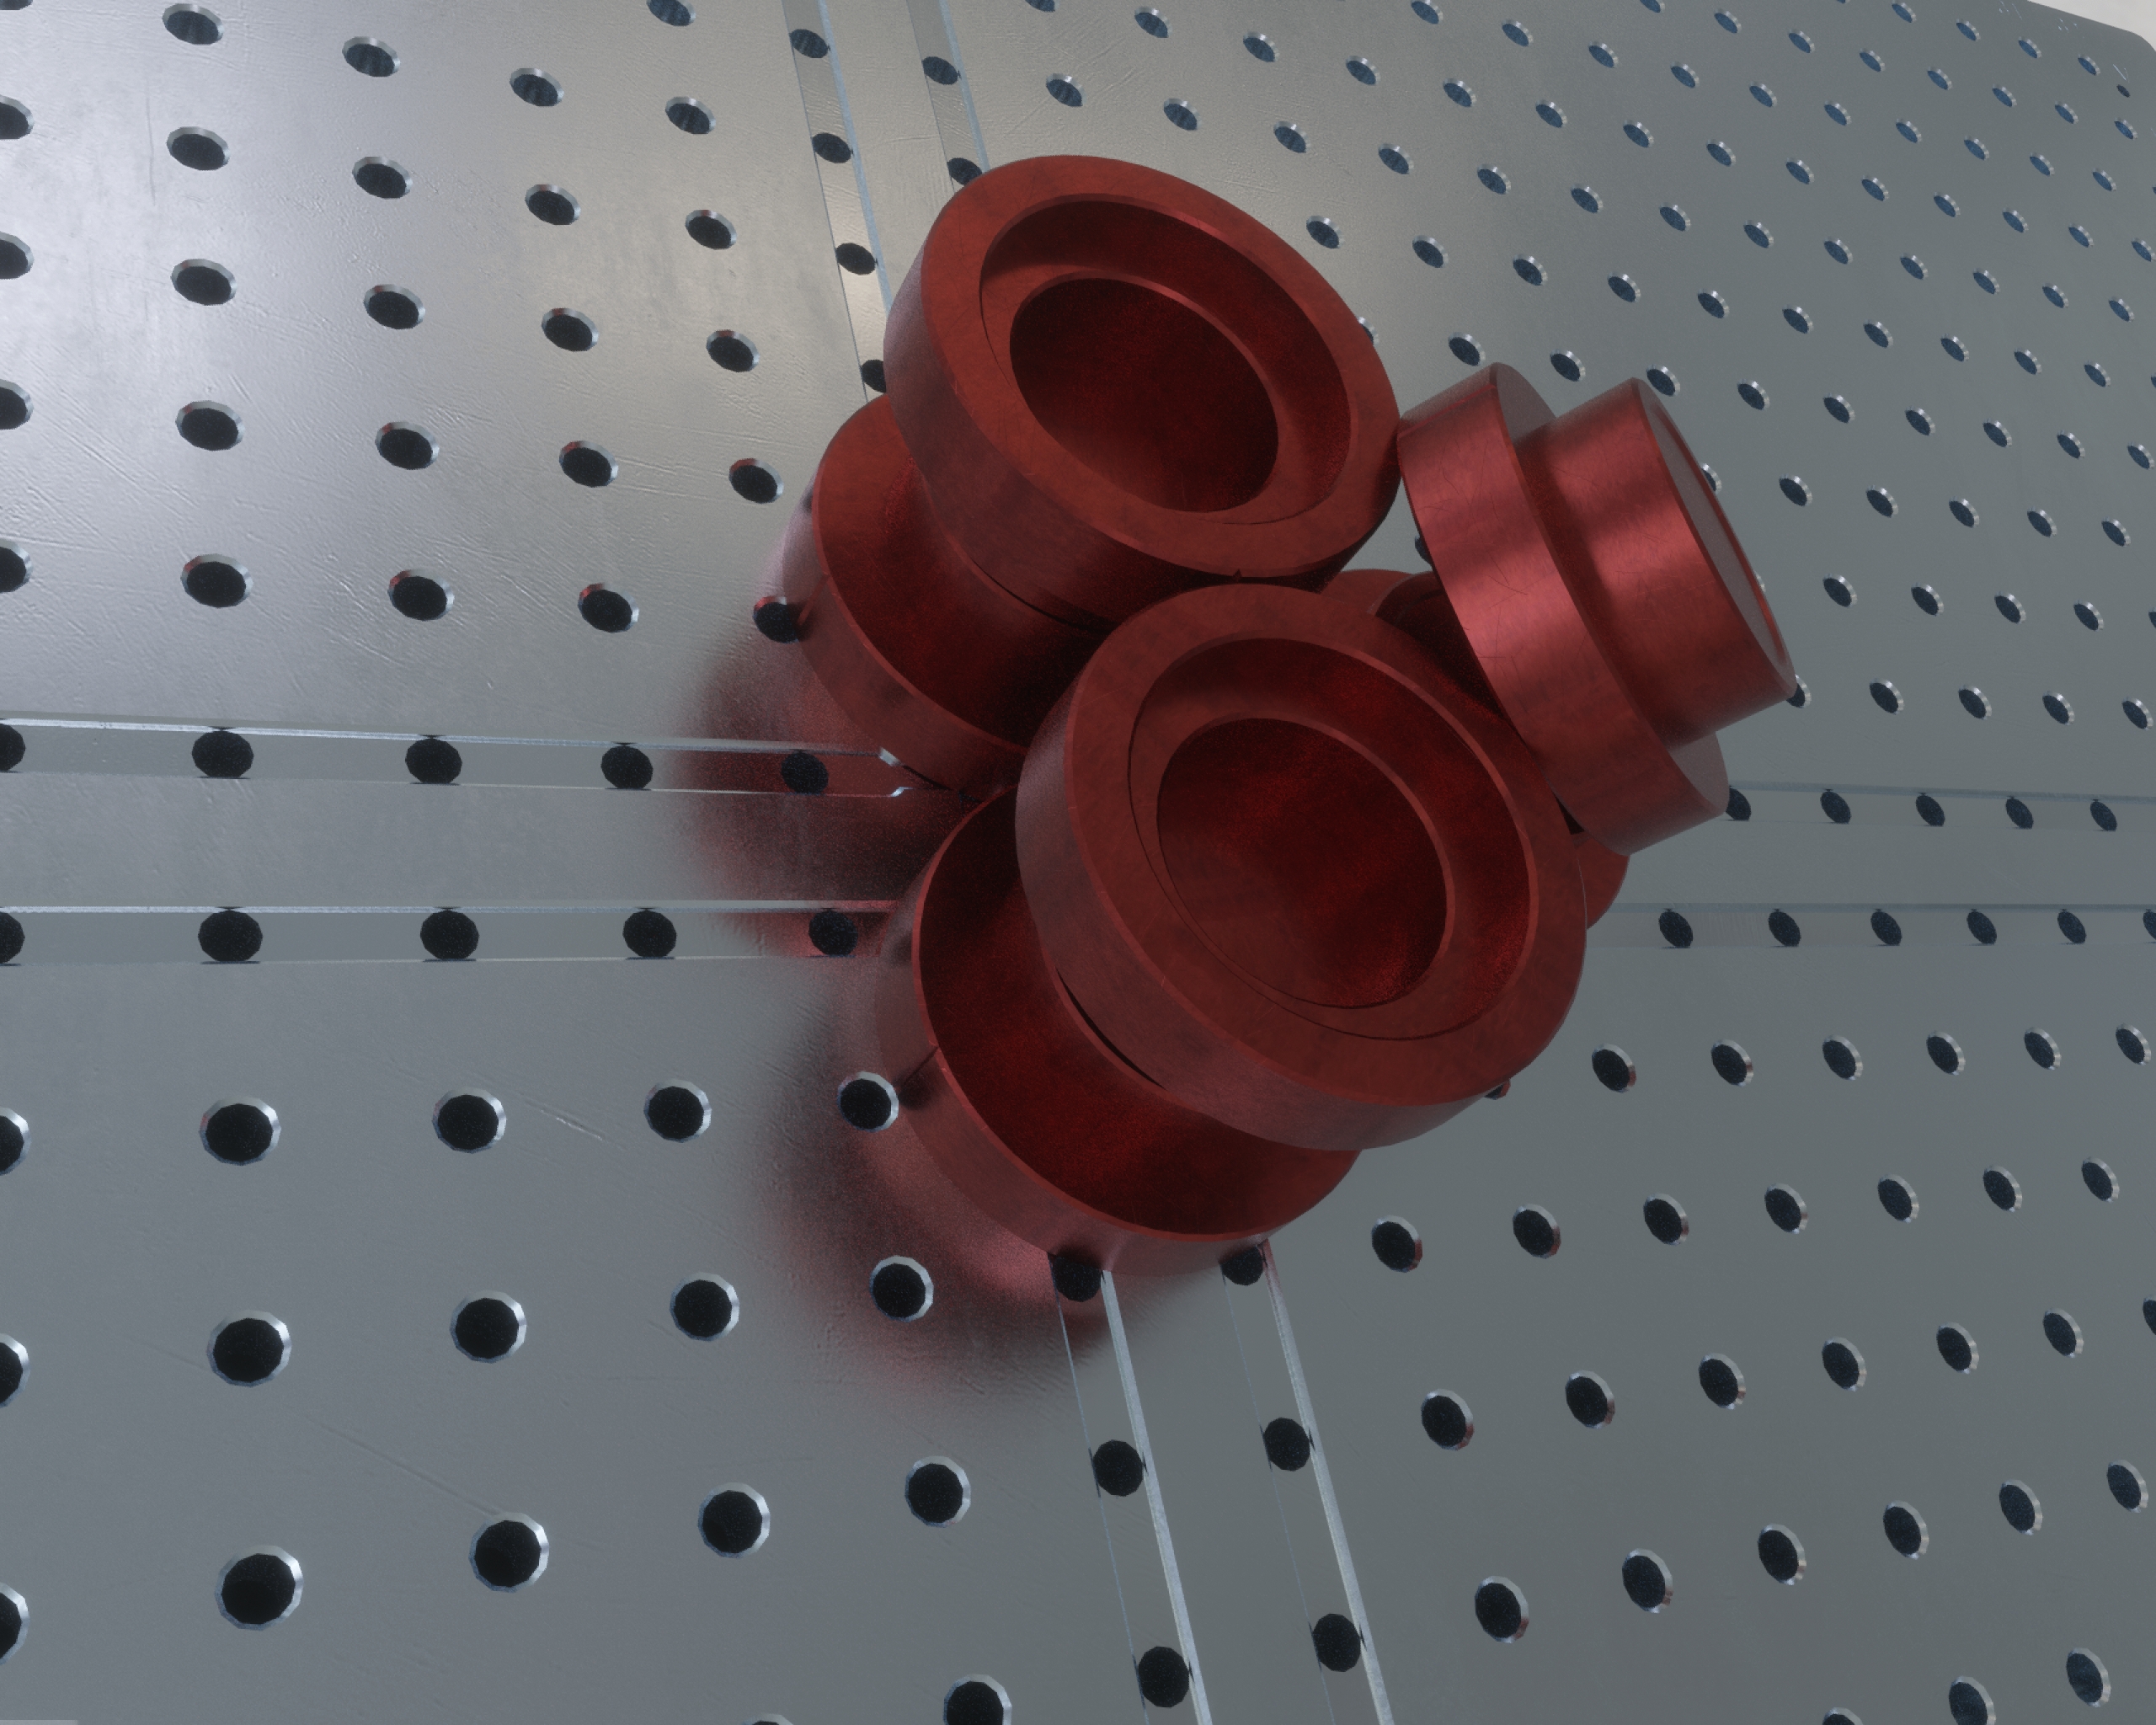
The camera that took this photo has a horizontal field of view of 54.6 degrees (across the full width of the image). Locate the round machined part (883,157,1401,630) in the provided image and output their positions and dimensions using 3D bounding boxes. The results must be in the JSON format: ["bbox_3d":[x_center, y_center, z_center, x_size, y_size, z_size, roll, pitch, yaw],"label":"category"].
[{"bbox_3d":[0.009,-0.083,0.398,0.099,0.042,0.098,13,56,-21],"label":"round machined part"}]

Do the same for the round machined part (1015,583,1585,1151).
[{"bbox_3d":[0.034,0.004,0.358,0.099,0.042,0.098,13,56,-21],"label":"round machined part"}]

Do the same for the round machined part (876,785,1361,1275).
[{"bbox_3d":[0.015,0.024,0.391,0.099,0.042,0.098,13,56,-21],"label":"round machined part"}]

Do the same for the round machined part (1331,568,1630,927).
[{"bbox_3d":[0.081,-0.025,0.456,0.099,0.042,0.098,13,56,-21],"label":"round machined part"}]

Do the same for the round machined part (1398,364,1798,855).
[{"bbox_3d":[0.105,-0.054,0.405,0.098,0.042,0.098,45,30,-35],"label":"round machined part"}]

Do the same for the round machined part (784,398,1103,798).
[{"bbox_3d":[-0.008,-0.063,0.432,0.099,0.042,0.098,13,56,-21],"label":"round machined part"}]
